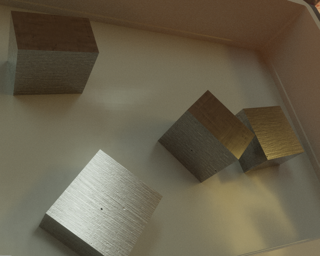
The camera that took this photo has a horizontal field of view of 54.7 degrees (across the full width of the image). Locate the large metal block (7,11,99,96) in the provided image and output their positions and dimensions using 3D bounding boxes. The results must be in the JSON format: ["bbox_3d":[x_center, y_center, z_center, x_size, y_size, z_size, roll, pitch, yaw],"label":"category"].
[{"bbox_3d":[-0.125,-0.081,0.353,0.081,0.080,0.050,-6,65,-31],"label":"large metal block"}]

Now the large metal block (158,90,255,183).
[{"bbox_3d":[0.057,0.013,0.395,0.080,0.080,0.050,44,51,2],"label":"large metal block"}]

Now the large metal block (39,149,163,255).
[{"bbox_3d":[-0.058,0.083,0.309,0.080,0.050,0.080,38,51,-3],"label":"large metal block"}]

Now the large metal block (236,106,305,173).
[{"bbox_3d":[0.155,0.015,0.466,0.081,0.050,0.080,-6,65,-31],"label":"large metal block"}]
